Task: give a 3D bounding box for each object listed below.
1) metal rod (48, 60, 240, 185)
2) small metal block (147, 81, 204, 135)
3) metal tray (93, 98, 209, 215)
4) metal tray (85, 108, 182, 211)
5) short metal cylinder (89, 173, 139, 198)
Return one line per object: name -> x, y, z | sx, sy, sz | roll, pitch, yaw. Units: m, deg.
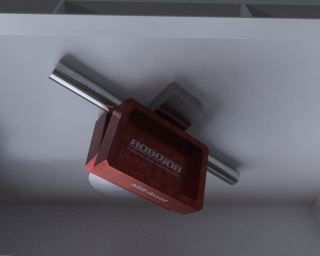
metal rod -> -0.003, 0.005, 0.413 | 0.301, 0.025, 0.025 | 32, 123, -25
small metal block -> 0.018, -0.022, 0.389 | 0.050, 0.025, 0.050 | 33, 122, -26
metal tray -> -0.003, 0.035, 0.361 | 0.131, 0.090, 0.030 | 32, 140, -25
metal tray -> -0.025, 0.040, 0.399 | 0.131, 0.090, 0.030 | 32, 123, -25
short metal cylinder -> -0.052, 0.055, 0.429 | 0.080, 0.050, 0.080 | 4, 137, 4
